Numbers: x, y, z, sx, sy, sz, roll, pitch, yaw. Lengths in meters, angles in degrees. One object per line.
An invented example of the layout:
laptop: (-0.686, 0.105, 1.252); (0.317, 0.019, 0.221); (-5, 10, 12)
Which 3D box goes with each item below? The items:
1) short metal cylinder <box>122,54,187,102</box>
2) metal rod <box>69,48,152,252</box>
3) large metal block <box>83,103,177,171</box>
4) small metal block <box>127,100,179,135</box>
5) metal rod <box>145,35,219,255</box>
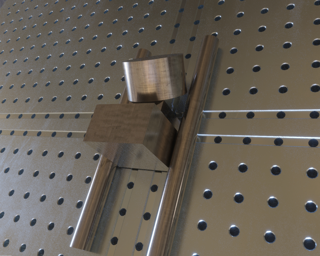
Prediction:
short metal cylinder: (-0.006, -0.068, 0.410); (0.080, 0.050, 0.080); (-7, 16, 2)
metal rod: (-0.060, 0.013, 0.432); (0.025, 0.025, 0.300); (1, 62, 28)
large metal block: (-0.031, 0.013, 0.378); (0.080, 0.080, 0.050); (1, 62, 28)
small metal block: (-0.010, -0.013, 0.405); (0.050, 0.050, 0.025); (2, 63, 28)
metal rod: (0.035, 0.006, 0.386); (0.025, 0.025, 0.300); (2, 62, 29)
